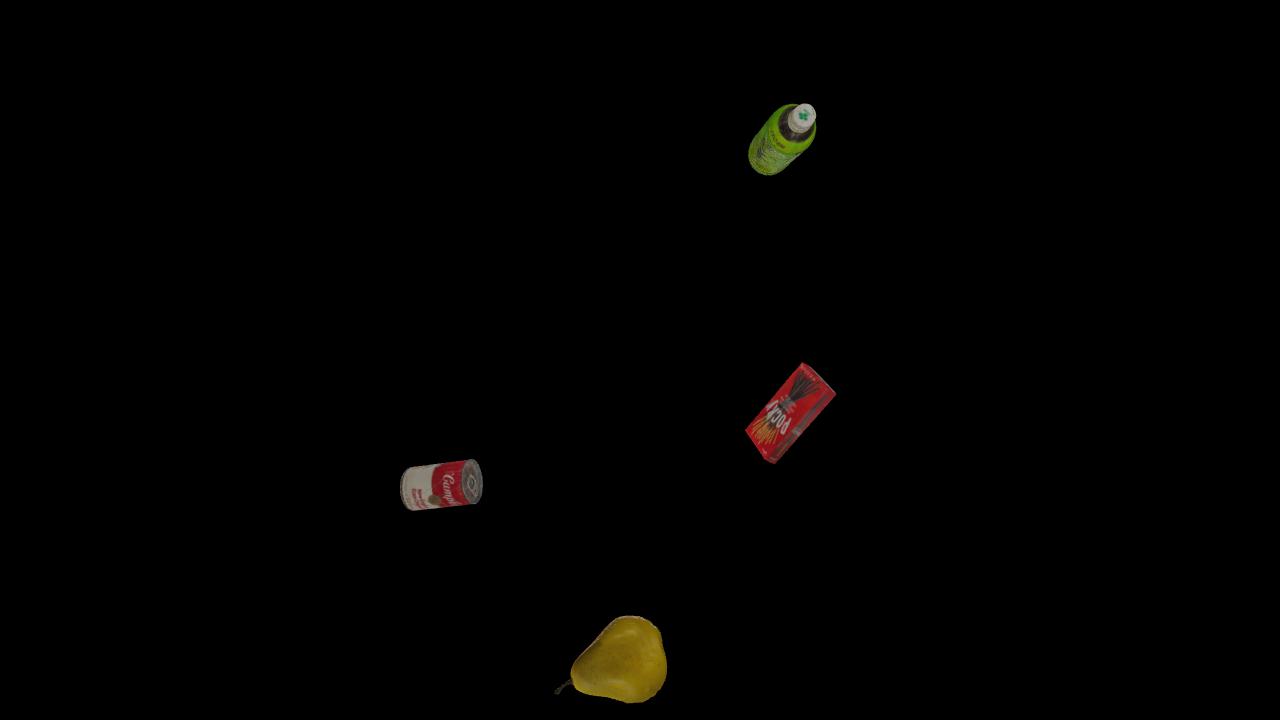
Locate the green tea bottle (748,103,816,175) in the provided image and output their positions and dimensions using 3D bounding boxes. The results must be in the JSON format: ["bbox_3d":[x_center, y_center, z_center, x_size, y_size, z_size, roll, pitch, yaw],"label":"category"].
[{"bbox_3d":[0.211,-0.324,0.896,0.073,0.073,0.212,0,5,-3],"label":"green tea bottle"}]

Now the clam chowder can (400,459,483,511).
[{"bbox_3d":[-0.299,0.189,0.928,0.102,0.068,0.068,-8,-1,9],"label":"clam chowder can"}]

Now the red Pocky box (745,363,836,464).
[{"bbox_3d":[0.241,0.086,0.998,0.028,0.155,0.083,27,18,-30],"label":"red Pocky box"}]

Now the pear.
[{"bbox_3d":[-0.031,0.300,0.610,0.111,0.080,0.080,-5,1,-12],"label":"pear"}]
